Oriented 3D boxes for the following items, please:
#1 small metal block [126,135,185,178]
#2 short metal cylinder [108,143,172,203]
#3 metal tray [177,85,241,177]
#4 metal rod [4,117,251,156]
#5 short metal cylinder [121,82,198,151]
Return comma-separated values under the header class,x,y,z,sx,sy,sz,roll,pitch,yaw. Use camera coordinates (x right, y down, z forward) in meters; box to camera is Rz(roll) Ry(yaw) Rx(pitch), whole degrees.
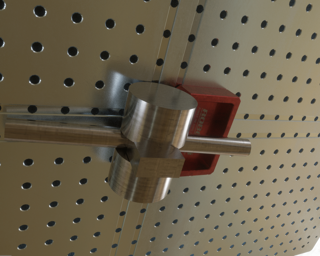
class,x,y,z,sx,sy,sz,roll,pitch,yaw
small metal block,-0.006,0.031,0.349,0.050,0.050,0.025,5,116,-21
short metal cylinder,-0.022,0.050,0.394,0.081,0.080,0.050,1,118,-29
metal tray,0.052,0.008,0.441,0.091,0.030,0.129,1,118,-29
metal rod,-0.021,0.014,0.378,0.302,0.025,0.025,5,116,-21
short metal cylinder,-0.002,-0.016,0.363,0.081,0.080,0.050,1,118,-29
